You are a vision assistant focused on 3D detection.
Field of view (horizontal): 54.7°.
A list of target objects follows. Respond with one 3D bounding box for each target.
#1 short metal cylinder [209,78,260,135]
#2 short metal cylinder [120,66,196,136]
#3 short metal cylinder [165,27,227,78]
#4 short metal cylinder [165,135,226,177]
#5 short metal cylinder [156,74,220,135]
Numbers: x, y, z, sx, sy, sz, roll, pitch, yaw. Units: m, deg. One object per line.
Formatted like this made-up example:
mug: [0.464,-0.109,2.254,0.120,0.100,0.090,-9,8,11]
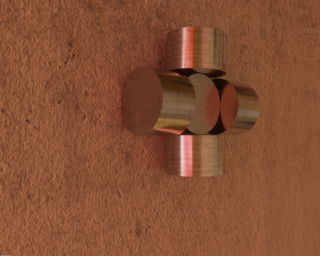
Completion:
short metal cylinder: [0.097,-0.030,0.454,0.050,0.080,0.079,3,89,-40]
short metal cylinder: [-0.004,-0.030,0.369,0.050,0.080,0.079,3,89,-40]
short metal cylinder: [0.048,-0.097,0.411,0.081,0.080,0.050,2,89,-40]
short metal cylinder: [0.046,0.034,0.411,0.081,0.080,0.050,0,89,-40]
short metal cylinder: [0.037,-0.031,0.423,0.081,0.050,0.079,0,90,-40]
